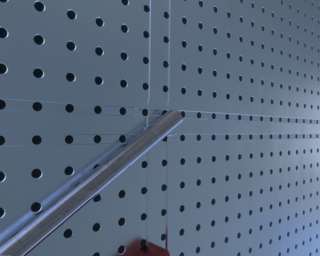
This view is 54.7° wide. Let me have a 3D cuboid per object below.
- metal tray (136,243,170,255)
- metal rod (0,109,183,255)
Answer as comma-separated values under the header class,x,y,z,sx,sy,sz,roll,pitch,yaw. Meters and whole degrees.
class,x,y,z,sx,sy,sz,roll,pitch,yaw
metal tray,-0.034,0.218,0.380,0.131,0.030,0.089,-27,107,-37
metal rod,-0.076,0.064,0.347,0.302,0.025,0.025,-39,114,-33
